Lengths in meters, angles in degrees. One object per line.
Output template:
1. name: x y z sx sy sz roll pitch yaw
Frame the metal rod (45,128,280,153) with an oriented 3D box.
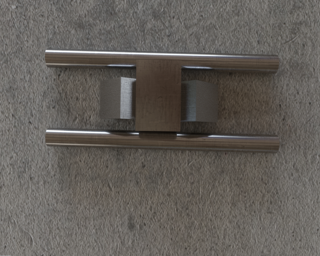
1. metal rod: 0.004 0.017 0.411 0.302 0.025 0.025 2 90 -1

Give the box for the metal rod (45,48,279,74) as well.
1. metal rod: 0.003 -0.089 0.411 0.302 0.025 0.025 1 90 -1

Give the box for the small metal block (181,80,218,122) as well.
1. small metal block: 0.051 -0.033 0.398 0.025 0.050 0.050 0 90 41

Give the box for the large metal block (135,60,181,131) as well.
1. large metal block: -0.002 -0.037 0.386 0.050 0.080 0.079 1 90 0

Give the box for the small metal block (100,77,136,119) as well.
1. small metal block: -0.053 -0.037 0.397 0.025 0.050 0.050 1 91 -40
